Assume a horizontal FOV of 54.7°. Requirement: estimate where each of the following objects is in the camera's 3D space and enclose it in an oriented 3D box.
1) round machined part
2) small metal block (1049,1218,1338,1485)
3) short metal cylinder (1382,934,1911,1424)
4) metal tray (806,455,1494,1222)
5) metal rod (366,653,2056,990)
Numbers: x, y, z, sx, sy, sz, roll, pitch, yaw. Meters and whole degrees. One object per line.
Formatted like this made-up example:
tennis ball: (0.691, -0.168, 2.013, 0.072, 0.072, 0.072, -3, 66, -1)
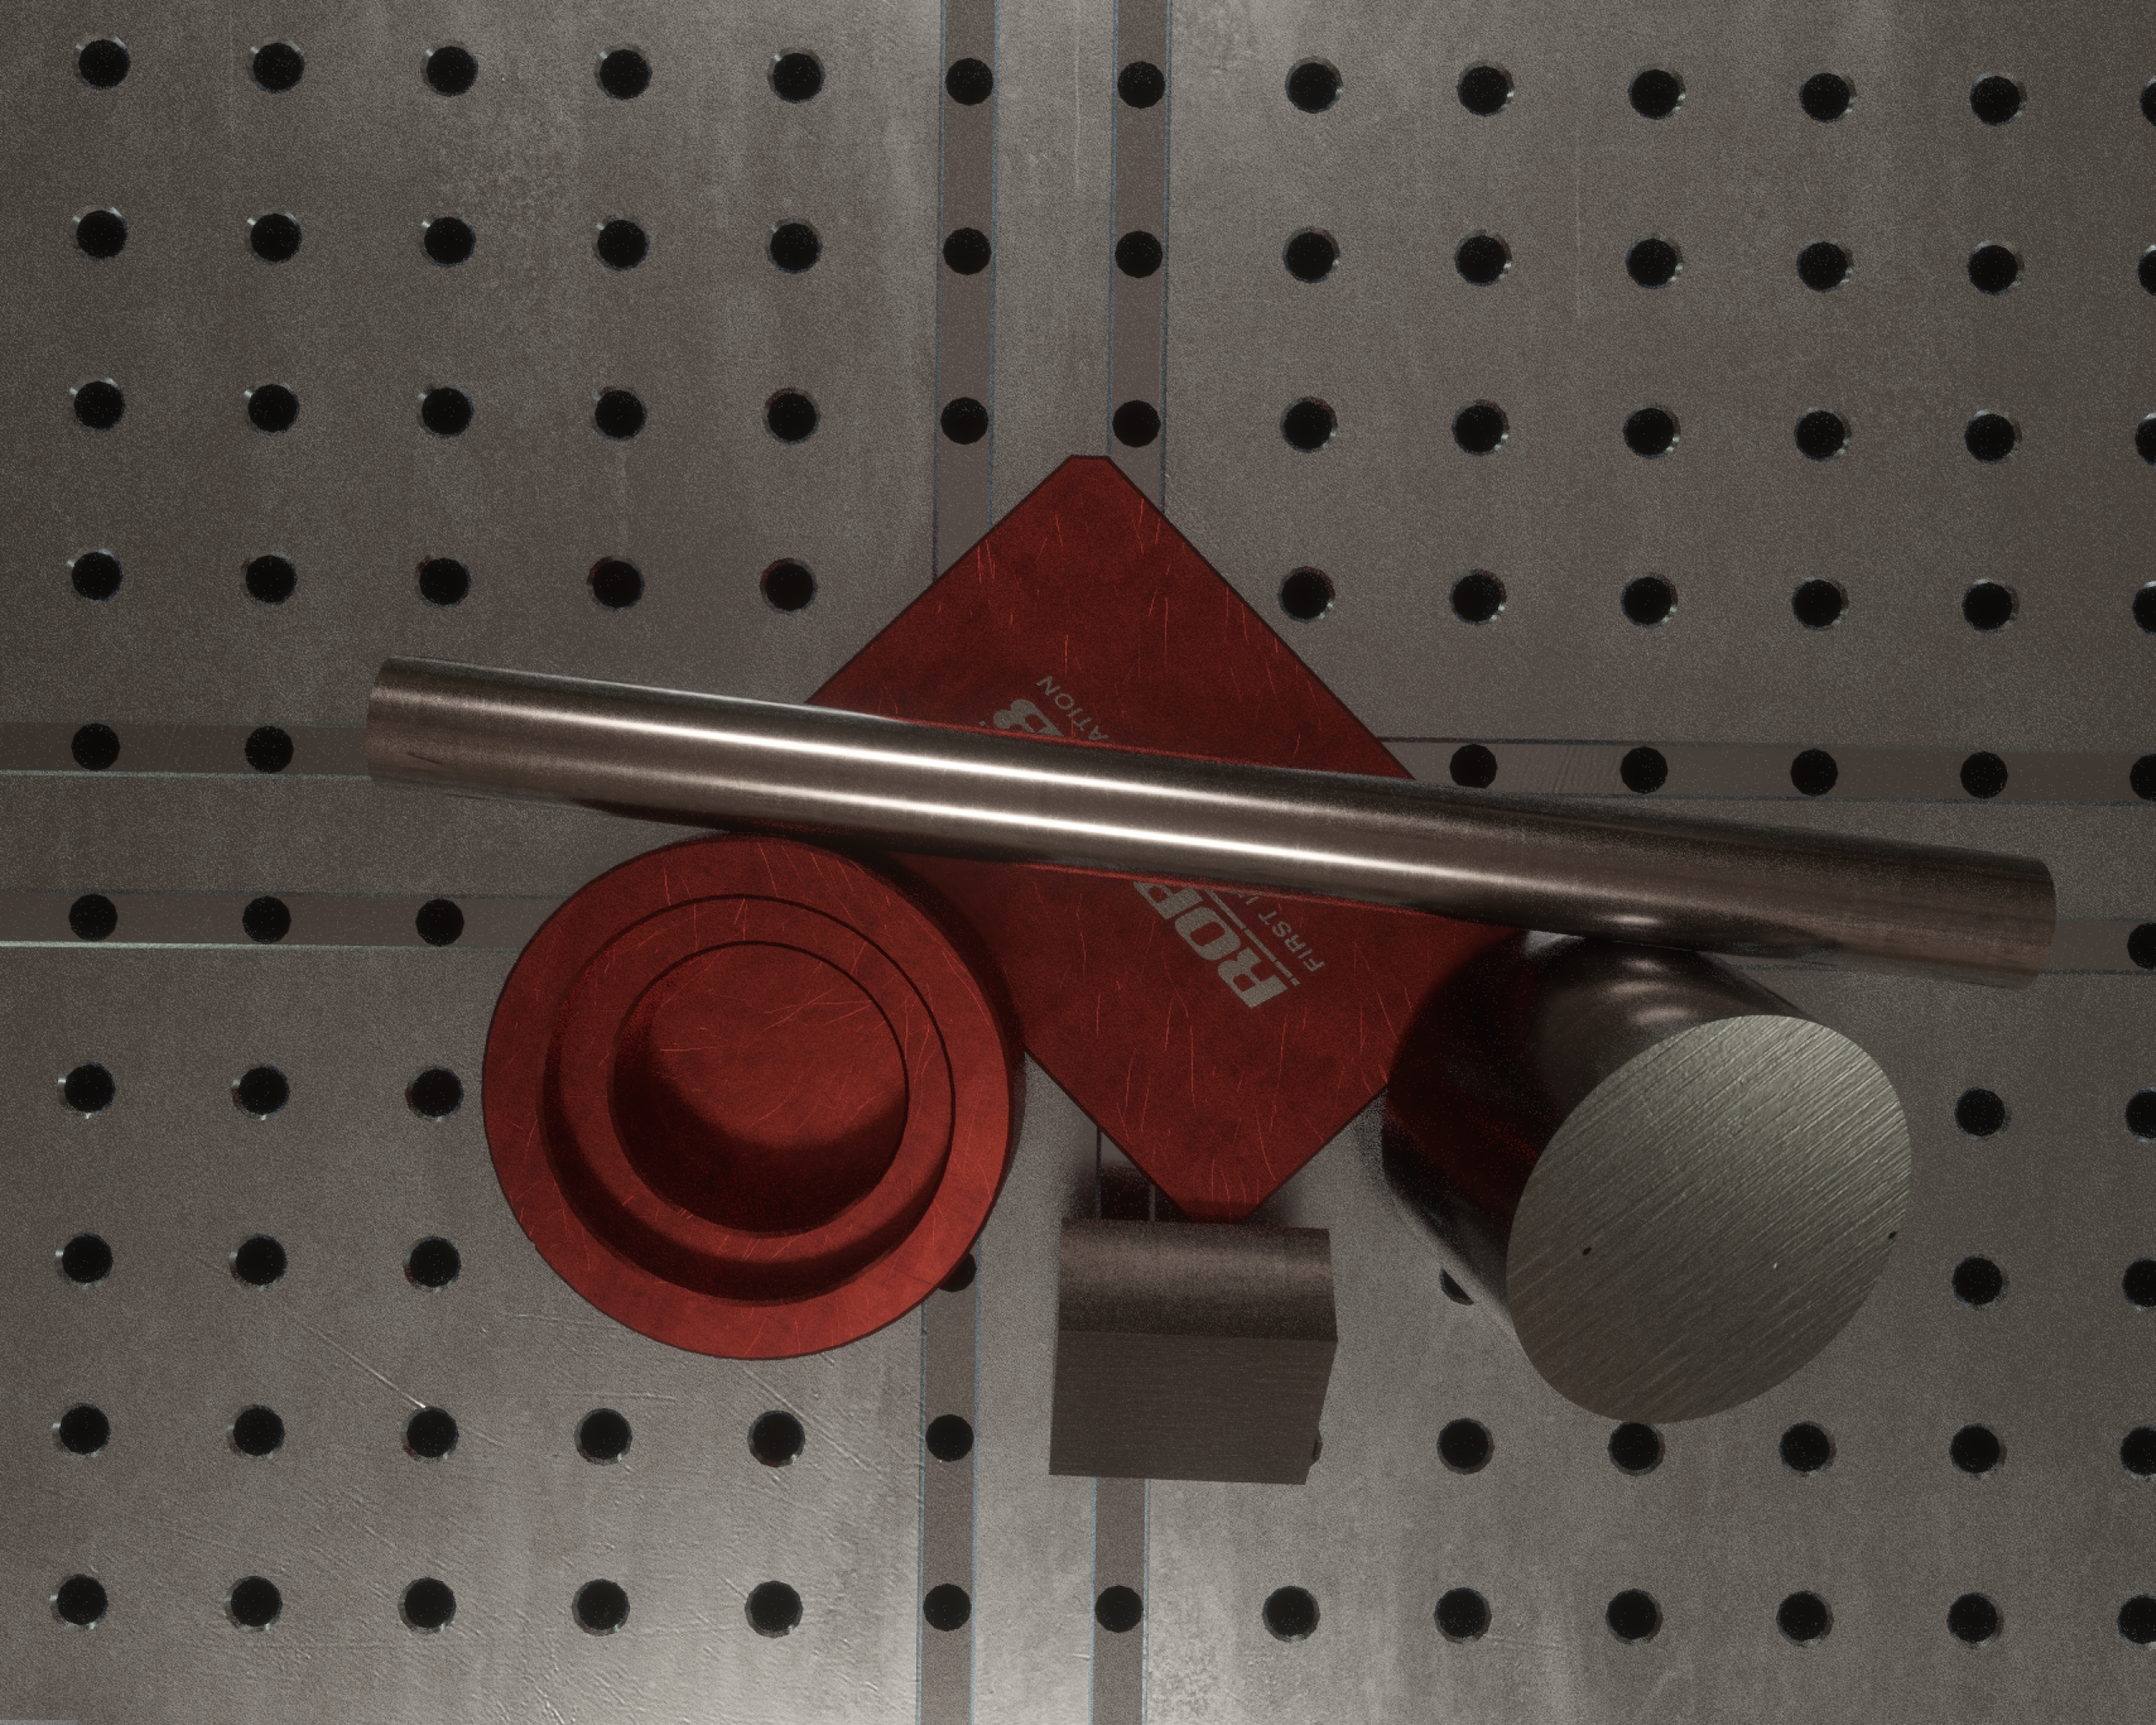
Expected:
round machined part: (-0.059, 0.041, 0.399, 0.099, 0.042, 0.097, 0, 96, 4)
small metal block: (0.021, 0.094, 0.400, 0.050, 0.025, 0.050, 3, 133, -1)
short metal cylinder: (0.104, 0.056, 0.387, 0.081, 0.050, 0.079, -6, 110, -16)
metal tray: (0.014, -0.004, 0.412, 0.090, 0.030, 0.130, -43, 91, 0)
metal rod: (0.024, -0.007, 0.382, 0.302, 0.025, 0.025, 7, 90, -1)
